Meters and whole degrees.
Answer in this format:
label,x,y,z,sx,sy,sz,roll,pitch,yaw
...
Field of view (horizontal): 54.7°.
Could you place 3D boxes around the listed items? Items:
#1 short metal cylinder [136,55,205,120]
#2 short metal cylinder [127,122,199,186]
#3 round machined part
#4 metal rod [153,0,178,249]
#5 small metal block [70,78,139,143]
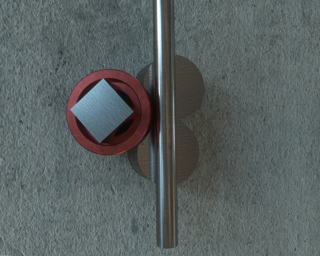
label,x,y,z,sx,sy,sz,roll,pitch,yaw
short metal cylinder,0.010,-0.050,0.401,0.081,0.050,0.079,0,90,-20
short metal cylinder,0.003,0.030,0.398,0.081,0.050,0.080,0,89,-20
round machined part,-0.055,-0.017,0.367,0.098,0.042,0.097,0,88,9
metal rod,0.006,-0.014,0.360,0.025,0.025,0.298,-1,90,-20
small metal block,-0.061,-0.018,0.345,0.050,0.025,0.050,-43,82,4
